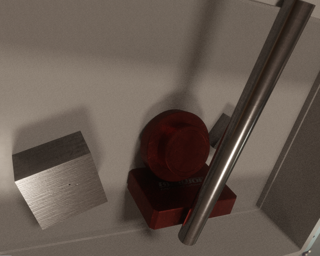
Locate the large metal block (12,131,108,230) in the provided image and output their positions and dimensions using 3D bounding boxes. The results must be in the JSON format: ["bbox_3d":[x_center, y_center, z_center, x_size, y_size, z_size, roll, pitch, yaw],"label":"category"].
[{"bbox_3d":[-0.116,0.061,0.367,0.081,0.050,0.079,-21,127,-16],"label":"large metal block"}]

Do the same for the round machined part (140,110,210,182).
[{"bbox_3d":[0.027,0.026,0.413,0.099,0.042,0.097,-7,104,-28],"label":"round machined part"}]

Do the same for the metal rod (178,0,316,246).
[{"bbox_3d":[0.076,0.018,0.327,0.025,0.025,0.298,0,124,-29],"label":"metal rod"}]

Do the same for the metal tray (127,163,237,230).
[{"bbox_3d":[0.030,0.090,0.440,0.131,0.090,0.030,-2,120,-28],"label":"metal tray"}]

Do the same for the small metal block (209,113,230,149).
[{"bbox_3d":[0.105,0.011,0.475,0.050,0.025,0.050,24,105,-37],"label":"small metal block"}]
